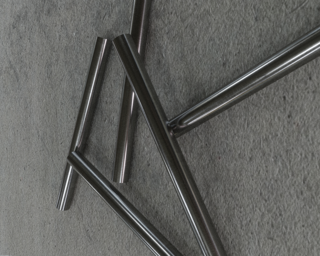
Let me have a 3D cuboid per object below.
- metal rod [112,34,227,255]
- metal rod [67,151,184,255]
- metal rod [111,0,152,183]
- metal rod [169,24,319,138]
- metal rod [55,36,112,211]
[{"bbox_3d":[0.011,0.026,0.366,0.025,0.025,0.299,-29,81,36],"label":"metal rod"},{"bbox_3d":[-0.036,0.125,0.425,0.300,0.025,0.025,37,113,30],"label":"metal rod"},{"bbox_3d":[-0.038,-0.070,0.436,0.025,0.025,0.298,13,98,39],"label":"metal rod"},{"bbox_3d":[0.113,-0.060,0.311,0.299,0.025,0.025,-32,70,35],"label":"metal rod"},{"bbox_3d":[-0.128,0.001,0.511,0.025,0.025,0.298,28,107,36],"label":"metal rod"}]
